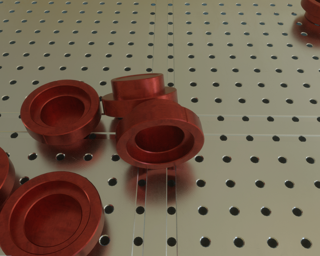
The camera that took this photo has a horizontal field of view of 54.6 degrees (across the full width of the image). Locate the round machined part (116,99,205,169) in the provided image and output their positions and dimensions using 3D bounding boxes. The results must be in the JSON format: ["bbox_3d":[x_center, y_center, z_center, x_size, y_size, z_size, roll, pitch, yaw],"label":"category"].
[{"bbox_3d":[-0.001,0.004,0.356,0.099,0.098,0.042,-5,53,-4],"label":"round machined part"}]

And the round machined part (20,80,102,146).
[{"bbox_3d":[-0.126,-0.016,0.409,0.099,0.042,0.098,0,50,0],"label":"round machined part"}]

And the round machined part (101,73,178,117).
[{"bbox_3d":[-0.027,-0.046,0.405,0.098,0.042,0.098,-6,15,2],"label":"round machined part"}]

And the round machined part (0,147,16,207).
[{"bbox_3d":[-0.210,0.065,0.342,0.099,0.042,0.098,0,50,0],"label":"round machined part"}]

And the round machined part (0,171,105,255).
[{"bbox_3d":[-0.106,0.097,0.315,0.099,0.042,0.098,0,50,0],"label":"round machined part"}]

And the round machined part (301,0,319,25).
[{"bbox_3d":[0.320,-0.231,0.592,0.099,0.042,0.098,0,50,0],"label":"round machined part"}]
